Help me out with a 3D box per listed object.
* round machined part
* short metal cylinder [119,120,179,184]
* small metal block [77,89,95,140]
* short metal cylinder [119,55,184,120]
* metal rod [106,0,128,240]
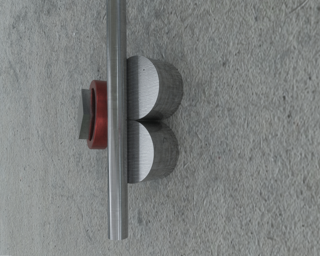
[{"bbox_3d":[-0.077,-0.018,0.443,0.098,0.042,0.097,-177,90,-69],"label":"round machined part"},{"bbox_3d":[-0.022,0.030,0.408,0.080,0.050,0.080,-1,89,40],"label":"short metal cylinder"},{"bbox_3d":[-0.100,-0.019,0.436,0.050,0.025,0.050,114,150,-42],"label":"small metal block"},{"bbox_3d":[-0.016,-0.050,0.404,0.080,0.050,0.079,0,90,40],"label":"short metal cylinder"},{"bbox_3d":[-0.053,-0.014,0.386,0.025,0.025,0.298,-1,89,40],"label":"metal rod"}]
